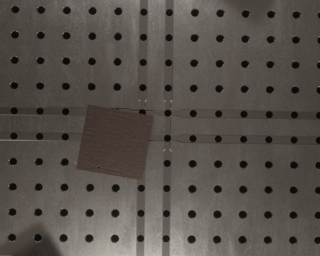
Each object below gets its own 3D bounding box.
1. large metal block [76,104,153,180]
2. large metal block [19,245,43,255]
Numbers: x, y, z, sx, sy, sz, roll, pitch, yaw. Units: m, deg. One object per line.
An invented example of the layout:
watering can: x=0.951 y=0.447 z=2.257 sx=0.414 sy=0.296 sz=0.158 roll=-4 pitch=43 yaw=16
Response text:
large metal block: x=-0.055 y=0.017 z=0.400 sx=0.080 sy=0.050 sz=0.080 roll=10 pitch=90 yaw=-1
large metal block: x=-0.182 y=0.215 z=0.399 sx=0.080 sy=0.050 sz=0.080 roll=-32 pitch=90 yaw=0
